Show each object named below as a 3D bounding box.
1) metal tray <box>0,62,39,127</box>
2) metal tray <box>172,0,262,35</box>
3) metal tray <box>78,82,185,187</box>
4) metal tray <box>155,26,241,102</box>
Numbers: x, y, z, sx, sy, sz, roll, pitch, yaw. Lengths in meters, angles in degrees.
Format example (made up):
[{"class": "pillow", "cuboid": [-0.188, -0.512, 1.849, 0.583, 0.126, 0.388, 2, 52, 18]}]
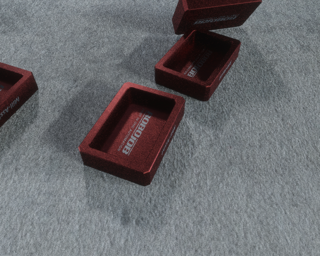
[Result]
[{"class": "metal tray", "cuboid": [-0.247, -0.038, 0.428, 0.090, 0.030, 0.130, 18, 52, 14]}, {"class": "metal tray", "cuboid": [0.093, -0.200, 0.528, 0.131, 0.090, 0.030, -11, 84, -10]}, {"class": "metal tray", "cuboid": [-0.031, 0.002, 0.397, 0.090, 0.030, 0.130, 17, 52, 13]}, {"class": "metal tray", "cuboid": [0.061, -0.106, 0.489, 0.090, 0.030, 0.130, 24, 54, 18]}]
